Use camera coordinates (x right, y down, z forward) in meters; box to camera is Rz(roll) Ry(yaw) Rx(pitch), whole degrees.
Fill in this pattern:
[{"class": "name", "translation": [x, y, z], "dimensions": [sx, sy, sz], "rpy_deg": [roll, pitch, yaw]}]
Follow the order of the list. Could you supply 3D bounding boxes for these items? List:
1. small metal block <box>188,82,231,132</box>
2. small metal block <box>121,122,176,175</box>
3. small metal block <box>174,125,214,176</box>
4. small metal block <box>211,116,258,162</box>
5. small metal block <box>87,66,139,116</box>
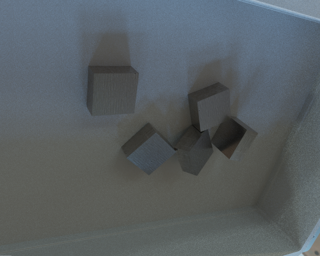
[{"class": "small metal block", "translation": [0.069, -0.029, 0.431], "dimensions": [0.050, 0.025, 0.050], "rpy_deg": [-23, 127, -15]}, {"class": "small metal block", "translation": [-0.015, 0.029, 0.418], "dimensions": [0.050, 0.025, 0.050], "rpy_deg": [-41, 130, 4]}, {"class": "small metal block", "translation": [0.050, 0.031, 0.444], "dimensions": [0.050, 0.025, 0.050], "rpy_deg": [-49, 136, -32]}, {"class": "small metal block", "translation": [0.110, 0.014, 0.464], "dimensions": [0.025, 0.050, 0.050], "rpy_deg": [14, 111, -35]}, {"class": "small metal block", "translation": [-0.055, -0.043, 0.353], "dimensions": [0.050, 0.025, 0.050], "rpy_deg": [-5, 121, -26]}]
